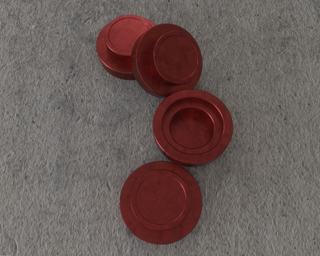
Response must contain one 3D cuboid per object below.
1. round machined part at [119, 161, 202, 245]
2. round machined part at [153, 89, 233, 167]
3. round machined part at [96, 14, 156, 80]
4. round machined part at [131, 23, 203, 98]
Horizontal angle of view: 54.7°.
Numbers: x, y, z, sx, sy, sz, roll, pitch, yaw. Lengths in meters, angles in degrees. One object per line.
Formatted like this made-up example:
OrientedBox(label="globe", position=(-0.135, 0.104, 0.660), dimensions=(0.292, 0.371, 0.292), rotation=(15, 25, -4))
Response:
OrientedBox(label="round machined part", position=(0.001, 0.086, 0.367), dimensions=(0.099, 0.042, 0.098), rotation=(0, 70, 0))
OrientedBox(label="round machined part", position=(0.040, 0.003, 0.398), dimensions=(0.099, 0.042, 0.098), rotation=(0, 70, 0))
OrientedBox(label="round machined part", position=(-0.042, -0.121, 0.443), dimensions=(0.099, 0.042, 0.098), rotation=(0, 70, 0))
OrientedBox(label="round machined part", position=(0.015, -0.089, 0.408), dimensions=(0.099, 0.042, 0.097), rotation=(-1, 91, -25))
